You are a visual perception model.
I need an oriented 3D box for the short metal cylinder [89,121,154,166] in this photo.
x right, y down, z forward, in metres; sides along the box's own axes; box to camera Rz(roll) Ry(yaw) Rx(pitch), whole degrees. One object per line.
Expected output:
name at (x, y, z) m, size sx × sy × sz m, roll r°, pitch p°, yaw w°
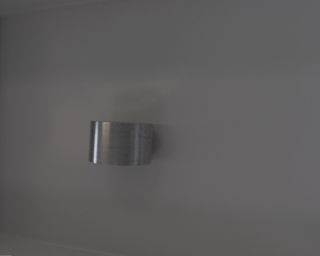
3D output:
short metal cylinder at (-0.050, 0.018, 0.399) m, size 0.080 × 0.080 × 0.050 m, roll 4°, pitch 91°, yaw 20°
